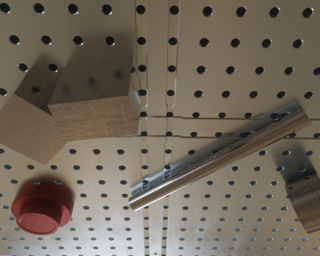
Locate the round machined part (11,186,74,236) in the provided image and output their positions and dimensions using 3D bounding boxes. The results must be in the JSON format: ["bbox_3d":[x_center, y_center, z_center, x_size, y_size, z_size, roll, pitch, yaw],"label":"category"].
[{"bbox_3d":[-0.200,0.145,0.522,0.099,0.042,0.097,0,130,0],"label":"round machined part"}]

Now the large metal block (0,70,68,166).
[{"bbox_3d":[-0.153,-0.010,0.385,0.080,0.050,0.080,34,122,-26],"label":"large metal block"}]

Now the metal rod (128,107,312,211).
[{"bbox_3d":[0.073,0.056,0.459,0.300,0.025,0.025,-32,124,24],"label":"metal rod"}]

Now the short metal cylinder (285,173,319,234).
[{"bbox_3d":[0.234,0.115,0.475,0.050,0.080,0.080,-28,125,21],"label":"short metal cylinder"}]

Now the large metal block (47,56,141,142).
[{"bbox_3d":[-0.067,-0.034,0.346,0.080,0.080,0.050,-6,130,5],"label":"large metal block"}]
